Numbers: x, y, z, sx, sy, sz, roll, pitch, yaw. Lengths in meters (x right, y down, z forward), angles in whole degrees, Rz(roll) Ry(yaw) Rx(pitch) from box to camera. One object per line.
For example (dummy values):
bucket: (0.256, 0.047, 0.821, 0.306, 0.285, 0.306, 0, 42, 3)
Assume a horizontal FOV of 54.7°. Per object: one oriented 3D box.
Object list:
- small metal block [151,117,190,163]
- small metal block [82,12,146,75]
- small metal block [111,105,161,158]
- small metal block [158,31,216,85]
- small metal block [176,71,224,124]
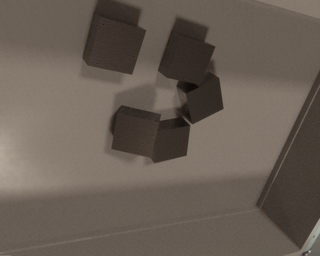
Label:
small metal block: (0.011, 0.016, 0.427, 0.050, 0.025, 0.050, -11, 123, -23)
small metal block: (-0.049, -0.089, 0.328, 0.050, 0.025, 0.050, 7, 115, -32)
small metal block: (-0.029, 0.004, 0.383, 0.050, 0.025, 0.050, 13, 115, -1)
small metal block: (0.032, -0.084, 0.376, 0.050, 0.025, 0.050, 6, 115, -32)
small metal block: (0.055, -0.040, 0.415, 0.050, 0.025, 0.050, -26, 128, -12)
